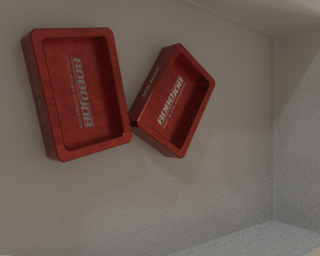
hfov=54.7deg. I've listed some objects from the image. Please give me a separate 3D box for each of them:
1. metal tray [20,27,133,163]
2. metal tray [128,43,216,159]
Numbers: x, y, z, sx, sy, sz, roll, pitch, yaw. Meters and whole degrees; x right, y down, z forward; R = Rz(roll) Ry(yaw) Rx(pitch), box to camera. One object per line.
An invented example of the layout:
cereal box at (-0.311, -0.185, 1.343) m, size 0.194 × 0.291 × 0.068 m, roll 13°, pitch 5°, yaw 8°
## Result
metal tray at (-0.085, -0.038, 0.331) m, size 0.091 × 0.030 × 0.129 m, roll -16°, pitch 101°, yaw -39°
metal tray at (0.018, -0.036, 0.417) m, size 0.090 × 0.030 × 0.130 m, roll 39°, pitch 66°, yaw -33°
